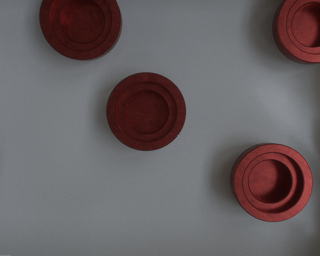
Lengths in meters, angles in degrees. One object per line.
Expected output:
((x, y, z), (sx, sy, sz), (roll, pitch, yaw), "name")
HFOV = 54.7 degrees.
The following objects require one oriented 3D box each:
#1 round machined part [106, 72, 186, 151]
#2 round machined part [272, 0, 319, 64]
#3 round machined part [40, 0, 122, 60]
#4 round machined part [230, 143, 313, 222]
((-0.017, -0.020, 0.403), (0.099, 0.042, 0.097), (0, 90, 0), "round machined part")
((0.195, -0.131, 0.401), (0.099, 0.042, 0.097), (0, 96, 2), "round machined part")
((-0.097, -0.136, 0.397), (0.099, 0.042, 0.097), (0, 99, -2), "round machined part")
((0.140, 0.068, 0.404), (0.099, 0.042, 0.097), (0, 90, 0), "round machined part")
